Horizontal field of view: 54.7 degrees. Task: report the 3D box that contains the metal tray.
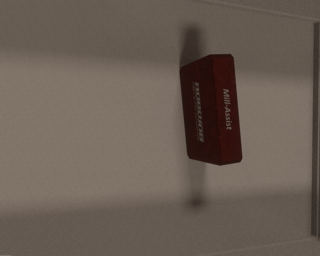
[{"bbox_3d":[0.063,-0.022,0.400,0.030,0.090,0.129,-6,92,-20],"label":"metal tray"}]
